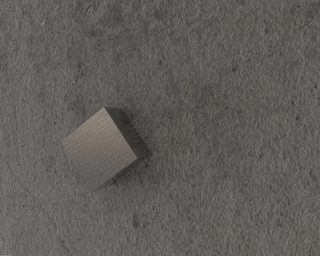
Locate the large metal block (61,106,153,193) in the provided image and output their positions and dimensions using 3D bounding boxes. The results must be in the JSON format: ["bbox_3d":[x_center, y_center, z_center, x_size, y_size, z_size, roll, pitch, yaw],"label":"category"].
[{"bbox_3d":[-0.072,0.028,0.422,0.080,0.050,0.080,-37,78,16],"label":"large metal block"}]
